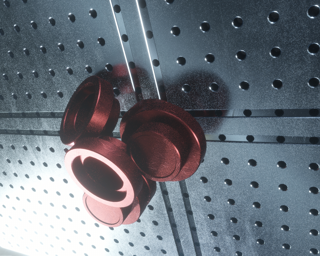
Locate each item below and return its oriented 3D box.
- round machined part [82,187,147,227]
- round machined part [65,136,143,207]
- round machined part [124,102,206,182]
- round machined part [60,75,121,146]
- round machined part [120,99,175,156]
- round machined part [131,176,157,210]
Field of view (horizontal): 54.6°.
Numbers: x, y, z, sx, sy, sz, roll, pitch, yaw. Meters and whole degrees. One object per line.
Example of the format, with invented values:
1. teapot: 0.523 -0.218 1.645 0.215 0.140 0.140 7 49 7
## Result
1. round machined part: -0.071 0.104 0.448 0.098 0.042 0.097 13 124 21
2. round machined part: -0.064 0.049 0.382 0.098 0.042 0.097 17 134 19
3. round machined part: 0.000 0.023 0.359 0.098 0.042 0.097 13 123 21
4. round machined part: -0.090 -0.017 0.413 0.042 0.098 0.098 26 138 -35
5. round machined part: -0.009 0.016 0.388 0.098 0.042 0.097 13 124 21
6. round machined part: -0.058 0.085 0.457 0.098 0.042 0.097 13 124 21
